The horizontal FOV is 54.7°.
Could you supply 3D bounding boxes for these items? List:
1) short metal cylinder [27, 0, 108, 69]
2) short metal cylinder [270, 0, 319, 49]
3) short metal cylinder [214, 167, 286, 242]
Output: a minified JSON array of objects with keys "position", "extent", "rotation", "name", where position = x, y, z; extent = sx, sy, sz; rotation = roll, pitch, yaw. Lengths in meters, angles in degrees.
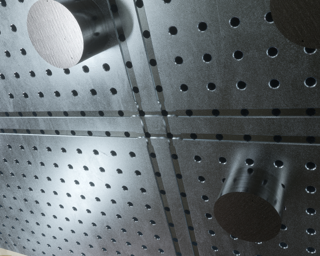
[{"position":[-0.112,-0.119,0.379],"extent":[0.080,0.050,0.079],"rotation":[13,124,20],"name":"short metal cylinder"},{"position":[0.136,-0.111,0.254],"extent":[0.080,0.050,0.079],"rotation":[13,124,20],"name":"short metal cylinder"},{"position":[0.115,0.097,0.394],"extent":[0.080,0.050,0.079],"rotation":[13,124,20],"name":"short metal cylinder"}]
